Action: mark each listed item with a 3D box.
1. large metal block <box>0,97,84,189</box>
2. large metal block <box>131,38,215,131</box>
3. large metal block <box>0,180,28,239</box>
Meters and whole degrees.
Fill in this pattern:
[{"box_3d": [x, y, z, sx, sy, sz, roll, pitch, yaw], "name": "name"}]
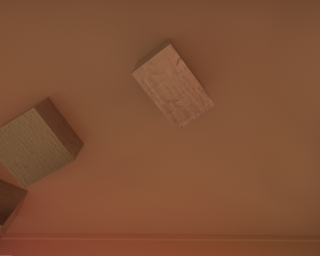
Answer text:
[{"box_3d": [-0.161, 0.018, 0.403, 0.080, 0.050, 0.080, -29, 108, 10], "name": "large metal block"}, {"box_3d": [0.015, -0.054, 0.362, 0.050, 0.080, 0.080, -36, 106, 12], "name": "large metal block"}, {"box_3d": [-0.242, 0.110, 0.420, 0.080, 0.080, 0.050, 26, 108, -10], "name": "large metal block"}]
